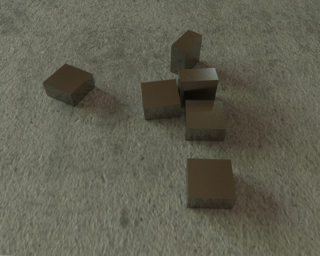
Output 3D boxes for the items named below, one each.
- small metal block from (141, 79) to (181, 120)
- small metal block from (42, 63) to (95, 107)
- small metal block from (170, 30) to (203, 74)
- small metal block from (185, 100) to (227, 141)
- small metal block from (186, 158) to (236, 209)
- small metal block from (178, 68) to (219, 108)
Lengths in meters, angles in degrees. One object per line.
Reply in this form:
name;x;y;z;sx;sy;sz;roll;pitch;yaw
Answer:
small metal block;0.001;-0.040;0.435;0.050;0.025;0.050;-7;50;-1
small metal block;-0.133;-0.064;0.455;0.050;0.025;0.050;22;53;17
small metal block;0.041;-0.117;0.486;0.025;0.050;0.050;27;55;20
small metal block;0.059;-0.010;0.413;0.050;0.025;0.050;1;50;0
small metal block;0.056;0.063;0.351;0.050;0.025;0.050;2;50;1
small metal block;0.051;-0.056;0.435;0.050;0.050;0.025;-4;50;-4
